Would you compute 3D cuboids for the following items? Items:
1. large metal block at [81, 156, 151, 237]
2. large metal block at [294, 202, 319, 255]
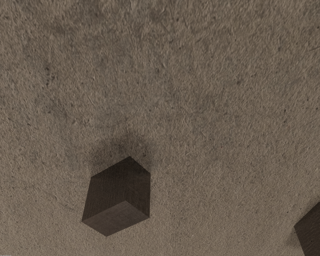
[{"bbox_3d":[-0.062,0.100,0.456,0.080,0.080,0.050,-30,124,22],"label":"large metal block"},{"bbox_3d":[0.289,0.188,0.536,0.050,0.080,0.079,12,129,-11],"label":"large metal block"}]
